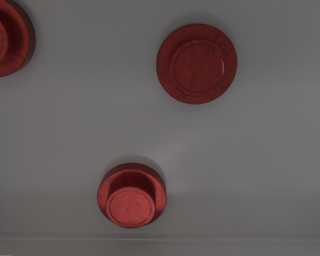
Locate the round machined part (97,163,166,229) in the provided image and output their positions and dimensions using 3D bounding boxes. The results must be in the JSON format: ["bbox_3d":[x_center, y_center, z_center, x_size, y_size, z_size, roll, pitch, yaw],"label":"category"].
[{"bbox_3d":[-0.040,0.102,0.439,0.099,0.042,0.097,0,110,0],"label":"round machined part"}]

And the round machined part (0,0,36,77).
[{"bbox_3d":[-0.202,-0.107,0.361,0.099,0.042,0.097,0,110,0],"label":"round machined part"}]

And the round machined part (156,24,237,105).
[{"bbox_3d":[0.045,-0.075,0.375,0.099,0.042,0.097,0,110,0],"label":"round machined part"}]
